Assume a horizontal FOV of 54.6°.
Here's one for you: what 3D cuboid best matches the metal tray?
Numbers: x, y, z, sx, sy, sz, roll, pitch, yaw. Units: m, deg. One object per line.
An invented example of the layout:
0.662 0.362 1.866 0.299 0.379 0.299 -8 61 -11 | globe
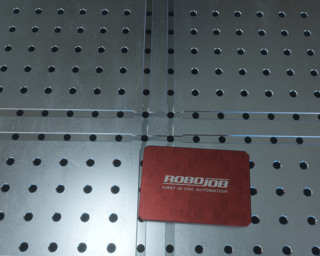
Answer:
0.043 0.072 0.383 0.131 0.030 0.090 3 70 1 | metal tray
